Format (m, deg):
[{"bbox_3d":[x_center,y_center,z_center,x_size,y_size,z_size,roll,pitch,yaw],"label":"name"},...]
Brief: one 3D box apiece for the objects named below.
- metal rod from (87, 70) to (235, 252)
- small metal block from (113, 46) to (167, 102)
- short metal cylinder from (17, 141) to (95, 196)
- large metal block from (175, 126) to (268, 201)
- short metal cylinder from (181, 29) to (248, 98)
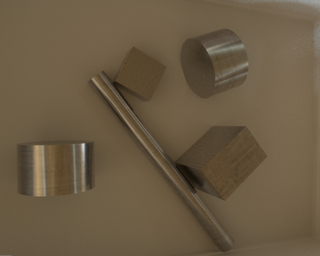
[{"bbox_3d":[0.009,0.053,0.414,0.025,0.025,0.299,-41,103,-16],"label":"metal rod"},{"bbox_3d":[-0.027,-0.068,0.401,0.050,0.025,0.050,28,81,-18],"label":"small metal block"},{"bbox_3d":[-0.113,0.041,0.340,0.081,0.080,0.050,-1,91,-20],"label":"short metal cylinder"},{"bbox_3d":[0.078,0.042,0.411,0.080,0.080,0.050,-41,104,-15],"label":"large metal block"},{"bbox_3d":[0.070,-0.085,0.408,0.050,0.080,0.080,-22,98,-19],"label":"short metal cylinder"}]
